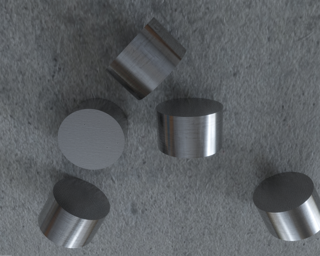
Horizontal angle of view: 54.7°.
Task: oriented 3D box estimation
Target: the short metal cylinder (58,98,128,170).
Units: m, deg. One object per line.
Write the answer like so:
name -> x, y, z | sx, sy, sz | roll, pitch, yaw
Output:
short metal cylinder -> -0.083, 0.006, 0.398 | 0.081, 0.050, 0.079 | 0, 110, -1

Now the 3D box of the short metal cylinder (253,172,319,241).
short metal cylinder -> 0.175, 0.105, 0.422 | 0.080, 0.080, 0.050 | -27, 108, 9

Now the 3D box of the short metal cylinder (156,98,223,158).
short metal cylinder -> 0.036, -0.003, 0.380 | 0.081, 0.080, 0.050 | -3, 110, 0

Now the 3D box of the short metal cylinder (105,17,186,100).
short metal cylinder -> -0.016, -0.078, 0.352 | 0.050, 0.080, 0.080 | 42, 104, -14

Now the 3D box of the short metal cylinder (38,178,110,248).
short metal cylinder -> -0.116, 0.114, 0.421 | 0.080, 0.080, 0.050 | 28, 108, -10
